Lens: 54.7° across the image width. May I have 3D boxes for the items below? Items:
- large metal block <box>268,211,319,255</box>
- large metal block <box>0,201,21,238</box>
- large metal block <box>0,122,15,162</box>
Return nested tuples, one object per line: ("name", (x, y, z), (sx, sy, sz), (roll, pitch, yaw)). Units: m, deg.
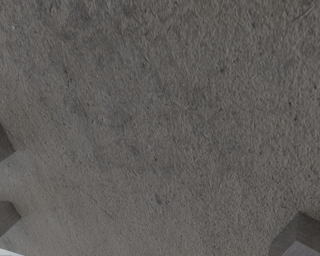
("large metal block", (0.192, 0.165, 0.391), (0.080, 0.050, 0.079), (26, 128, 11))
("large metal block", (-0.384, 0.212, 0.705), (0.080, 0.080, 0.050), (-5, 116, 30))
("large metal block", (-0.335, 0.023, 0.582), (0.080, 0.050, 0.080), (0, 119, 28))
